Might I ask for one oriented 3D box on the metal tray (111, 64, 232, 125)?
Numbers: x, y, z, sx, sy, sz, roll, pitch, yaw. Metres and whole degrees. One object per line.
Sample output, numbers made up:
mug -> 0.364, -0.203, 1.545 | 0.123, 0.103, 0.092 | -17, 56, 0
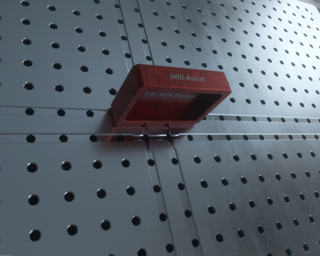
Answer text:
metal tray -> 0.014, -0.038, 0.398 | 0.131, 0.090, 0.030 | -1, 63, -29
